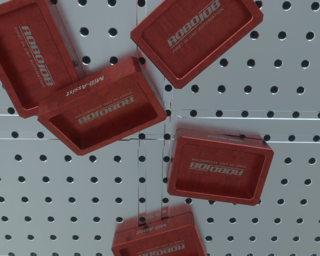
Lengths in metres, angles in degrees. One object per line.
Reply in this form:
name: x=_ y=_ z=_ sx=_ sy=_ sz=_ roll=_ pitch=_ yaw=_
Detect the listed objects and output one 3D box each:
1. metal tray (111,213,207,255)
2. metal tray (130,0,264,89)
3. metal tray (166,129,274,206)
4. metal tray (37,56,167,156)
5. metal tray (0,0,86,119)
metal tray: x=0.002 y=0.192 z=0.481 sx=0.131 sy=0.030 sz=0.090 roll=-18 pitch=110 yaw=6
metal tray: x=0.041 y=-0.121 z=0.366 sx=0.130 sy=0.030 sz=0.090 roll=-39 pitch=106 yaw=13
metal tray: x=0.081 y=0.056 z=0.432 sx=0.131 sy=0.030 sz=0.089 roll=8 pitch=110 yaw=-4
metal tray: x=-0.067 y=-0.022 z=0.379 sx=0.130 sy=0.030 sz=0.090 roll=-23 pitch=139 yaw=8
metal tray: x=-0.153 y=-0.086 z=0.376 sx=0.090 sy=0.030 sz=0.129 roll=-18 pitch=109 yaw=6
